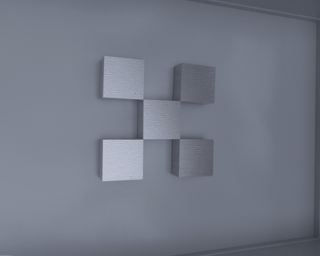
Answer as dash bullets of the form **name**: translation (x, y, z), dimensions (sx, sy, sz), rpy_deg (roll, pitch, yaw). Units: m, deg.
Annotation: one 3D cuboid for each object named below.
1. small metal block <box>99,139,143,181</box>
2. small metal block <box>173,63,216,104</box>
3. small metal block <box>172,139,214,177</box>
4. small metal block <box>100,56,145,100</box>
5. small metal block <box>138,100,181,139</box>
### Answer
- **small metal block**: translation (-0.049, 0.039, 0.390), dimensions (0.050, 0.025, 0.050), rpy_deg (1, 90, -20)
- **small metal block**: translation (0.047, -0.059, 0.425), dimensions (0.050, 0.025, 0.050), rpy_deg (3, 89, -20)
- **small metal block**: translation (0.045, 0.040, 0.424), dimensions (0.050, 0.025, 0.050), rpy_deg (1, 90, -20)
- **small metal block**: translation (-0.048, -0.061, 0.391), dimensions (0.050, 0.025, 0.050), rpy_deg (2, 90, -20)
- **small metal block**: translation (-0.001, -0.011, 0.407), dimensions (0.050, 0.025, 0.050), rpy_deg (0, 90, -20)
